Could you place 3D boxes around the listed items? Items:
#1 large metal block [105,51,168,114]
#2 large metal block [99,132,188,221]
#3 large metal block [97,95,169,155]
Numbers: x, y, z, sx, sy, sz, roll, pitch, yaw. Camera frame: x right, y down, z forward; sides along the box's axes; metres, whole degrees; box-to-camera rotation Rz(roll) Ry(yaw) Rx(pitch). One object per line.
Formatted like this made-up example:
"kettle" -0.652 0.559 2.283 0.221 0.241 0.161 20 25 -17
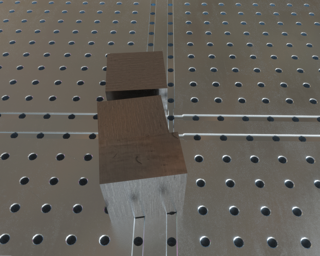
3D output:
"large metal block" -0.033 -0.064 0.445 0.080 0.050 0.080 -3 50 -3
"large metal block" -0.018 0.053 0.328 0.080 0.080 0.050 -6 50 -5
"large metal block" -0.032 0.009 0.384 0.080 0.050 0.080 -7 50 -6
